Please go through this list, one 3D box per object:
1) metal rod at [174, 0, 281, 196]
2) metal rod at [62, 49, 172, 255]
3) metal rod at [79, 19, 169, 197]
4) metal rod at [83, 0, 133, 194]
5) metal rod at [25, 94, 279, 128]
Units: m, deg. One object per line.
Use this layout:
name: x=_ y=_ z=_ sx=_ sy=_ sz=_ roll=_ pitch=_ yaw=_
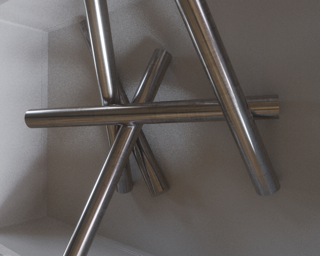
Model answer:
metal rod: x=0.048 y=-0.069 z=0.284 sx=0.025 sy=0.025 sz=0.299 roll=-15 pitch=107 yaw=39
metal rod: x=-0.052 y=0.038 z=0.376 sx=0.025 sy=0.025 sz=0.299 roll=13 pitch=75 yaw=39
metal rod: x=-0.060 y=-0.042 z=0.456 sx=0.025 sy=0.025 sz=0.299 roll=-39 pitch=66 yaw=33
metal rod: x=-0.063 y=-0.045 z=0.385 sx=0.025 sy=0.025 sz=0.298 roll=19 pitch=125 yaw=38
metal rod: x=-0.024 y=-0.017 z=0.357 sx=0.301 sy=0.025 sz=0.025 roll=-2 pitch=89 yaw=18
